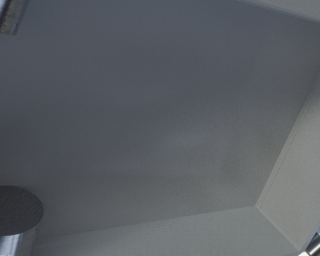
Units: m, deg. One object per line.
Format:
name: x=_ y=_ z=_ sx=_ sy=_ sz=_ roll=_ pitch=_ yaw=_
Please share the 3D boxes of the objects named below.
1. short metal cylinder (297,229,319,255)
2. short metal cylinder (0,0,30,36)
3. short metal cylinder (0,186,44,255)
short metal cylinder: x=0.396 y=0.303 z=0.785 sx=0.050 sy=0.080 sz=0.080 roll=-42 pitch=130 yaw=0
short metal cylinder: x=-0.139 y=-0.111 z=0.229 sx=0.081 sy=0.080 sz=0.050 roll=18 pitch=109 yaw=-36
short metal cylinder: x=-0.177 y=0.109 z=0.344 sx=0.081 sy=0.080 sz=0.050 roll=8 pitch=114 yaw=-32
